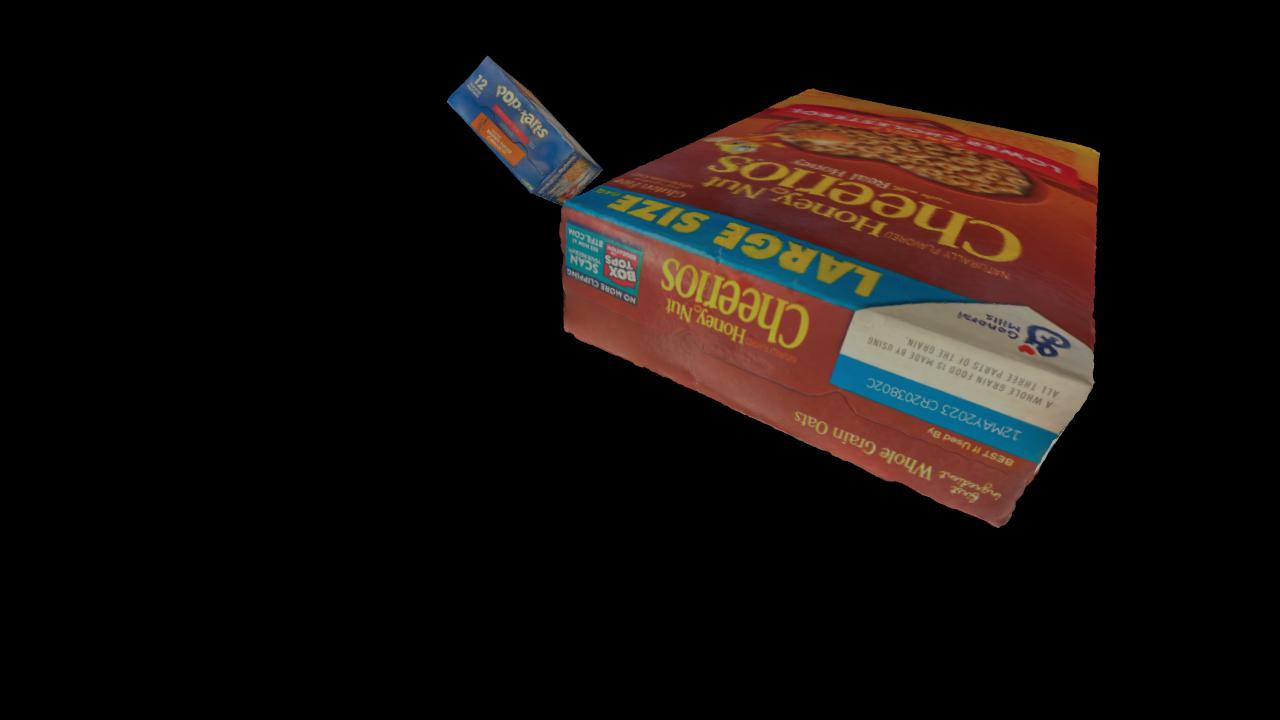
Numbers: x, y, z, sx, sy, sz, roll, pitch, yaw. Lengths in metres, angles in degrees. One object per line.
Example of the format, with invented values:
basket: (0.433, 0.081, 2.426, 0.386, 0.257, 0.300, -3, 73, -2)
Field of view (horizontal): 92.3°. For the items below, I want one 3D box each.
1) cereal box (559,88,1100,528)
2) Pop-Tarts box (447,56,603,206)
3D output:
cereal box: (0.127, -0.072, 0.342, 0.203, 0.081, 0.306, 24, 40, 23)
Pop-Tarts box: (-0.150, -0.302, 0.838, 0.083, 0.167, 0.141, -44, -3, 13)
